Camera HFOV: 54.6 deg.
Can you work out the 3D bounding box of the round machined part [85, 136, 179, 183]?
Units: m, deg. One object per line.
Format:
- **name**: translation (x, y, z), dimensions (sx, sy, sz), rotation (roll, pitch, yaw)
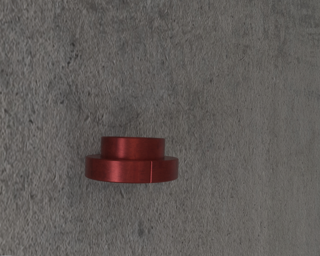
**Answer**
- **round machined part**: translation (-0.029, 0.031, 0.332), dimensions (0.099, 0.098, 0.042), rotation (3, 88, -40)
